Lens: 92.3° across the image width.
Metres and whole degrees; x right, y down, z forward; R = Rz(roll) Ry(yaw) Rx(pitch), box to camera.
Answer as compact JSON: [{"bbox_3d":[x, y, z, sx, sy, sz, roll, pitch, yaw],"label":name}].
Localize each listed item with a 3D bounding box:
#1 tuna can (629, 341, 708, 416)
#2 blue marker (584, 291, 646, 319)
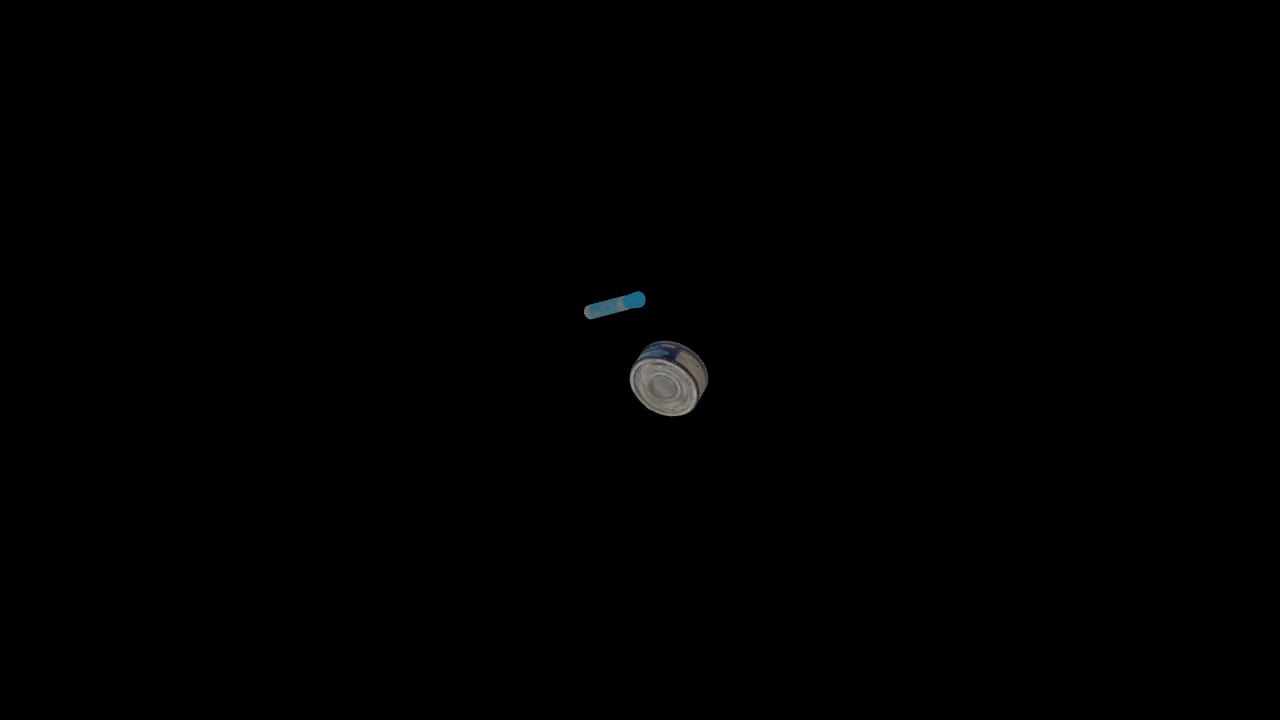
[{"bbox_3d":[0.031,0.022,0.685,0.084,0.084,0.034,0,34,29],"label":"tuna can"},{"bbox_3d":[-0.031,-0.065,0.740,0.020,0.020,0.121,0,-4,-33],"label":"blue marker"}]
